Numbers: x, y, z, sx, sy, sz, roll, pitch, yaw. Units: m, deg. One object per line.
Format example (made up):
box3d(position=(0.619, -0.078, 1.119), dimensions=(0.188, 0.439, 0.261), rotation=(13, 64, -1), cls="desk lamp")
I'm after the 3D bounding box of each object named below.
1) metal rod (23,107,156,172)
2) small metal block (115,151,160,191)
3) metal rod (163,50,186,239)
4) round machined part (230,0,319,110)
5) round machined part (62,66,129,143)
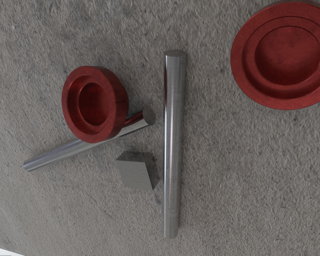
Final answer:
box3d(position=(-0.128, 0.027, 0.491), dimensions=(0.299, 0.025, 0.025), rotation=(-20, 108, 35), cls="metal rod")
box3d(position=(-0.033, 0.064, 0.463), dimensions=(0.050, 0.025, 0.050), rotation=(1, 119, 27), cls="small metal block")
box3d(position=(0.017, 0.043, 0.424), dimensions=(0.025, 0.025, 0.298), rotation=(13, 124, 21), cls="metal rod")
box3d(position=(0.120, -0.069, 0.290), dimensions=(0.098, 0.042, 0.097), rotation=(13, 124, 21), cls="round machined part")
box3d(position=(-0.080, -0.032, 0.405), dimensions=(0.098, 0.042, 0.097), rotation=(7, 102, 33), cls="round machined part")
